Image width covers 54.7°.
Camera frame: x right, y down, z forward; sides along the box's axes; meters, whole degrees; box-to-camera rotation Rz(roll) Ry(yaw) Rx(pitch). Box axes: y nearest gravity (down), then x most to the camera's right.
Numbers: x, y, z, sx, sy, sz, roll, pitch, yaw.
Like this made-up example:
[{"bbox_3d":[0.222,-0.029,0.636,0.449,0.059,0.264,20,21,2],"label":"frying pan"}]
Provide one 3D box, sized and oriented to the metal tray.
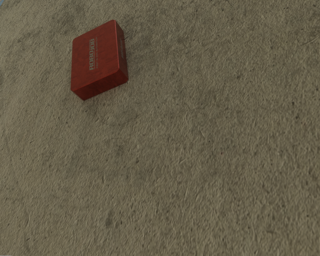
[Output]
[{"bbox_3d":[-0.105,-0.118,0.528,0.090,0.030,0.130,-20,54,16],"label":"metal tray"}]
